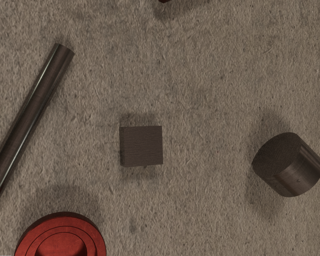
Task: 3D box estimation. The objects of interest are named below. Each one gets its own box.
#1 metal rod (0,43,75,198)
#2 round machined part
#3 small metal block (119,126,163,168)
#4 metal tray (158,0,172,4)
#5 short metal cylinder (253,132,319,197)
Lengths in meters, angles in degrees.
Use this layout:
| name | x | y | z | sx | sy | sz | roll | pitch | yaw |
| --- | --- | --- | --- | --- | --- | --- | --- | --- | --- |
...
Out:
| name | x | y | z | sx | sy | sz | roll | pitch | yaw |
| --- | --- | --- | --- | --- | --- | --- | --- | --- | --- |
| metal rod | -0.174 | 0.041 | 0.345 | 0.025 | 0.025 | 0.299 | 27 | 81 | -18 |
| round machined part | -0.115 | 0.145 | 0.358 | 0.099 | 0.042 | 0.097 | 0 | 90 | -21 |
| small metal block | -0.025 | 0.023 | 0.401 | 0.050 | 0.025 | 0.050 | -2 | 91 | -20 |
| metal tray | 0.039 | -0.238 | 0.421 | 0.131 | 0.030 | 0.090 | -30 | 100 | -18 |
| short metal cylinder | 0.184 | 0.053 | 0.450 | 0.050 | 0.080 | 0.080 | 41 | 77 | -16 |
